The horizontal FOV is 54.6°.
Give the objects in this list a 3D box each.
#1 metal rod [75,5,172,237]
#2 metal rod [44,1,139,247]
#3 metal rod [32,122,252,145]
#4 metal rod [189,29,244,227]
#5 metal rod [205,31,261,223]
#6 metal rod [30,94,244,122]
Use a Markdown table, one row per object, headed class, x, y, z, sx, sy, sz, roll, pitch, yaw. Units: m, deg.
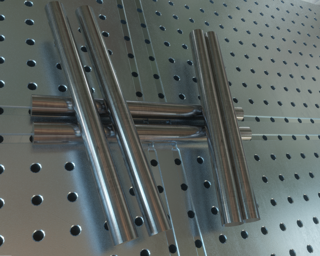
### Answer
| class | x | y | z | sx | sy | sz | roll | pitch | yaw |
| --- | --- | --- | --- | --- | --- | --- | --- | --- | --- |
| metal rod | -0.050 | -0.025 | 0.364 | 0.025 | 0.025 | 0.299 | -8 | 66 | -32 |
| metal rod | -0.083 | -0.022 | 0.345 | 0.025 | 0.025 | 0.299 | -8 | 66 | -32 |
| metal rod | -0.002 | 0.007 | 0.403 | 0.302 | 0.025 | 0.025 | 1 | 62 | -28 |
| metal rod | 0.071 | -0.020 | 0.427 | 0.025 | 0.025 | 0.299 | 9 | 58 | -24 |
| metal rod | 0.094 | -0.021 | 0.440 | 0.025 | 0.025 | 0.299 | 9 | 58 | -24 |
| metal rod | -0.010 | -0.023 | 0.417 | 0.302 | 0.025 | 0.025 | 1 | 62 | -28 |
